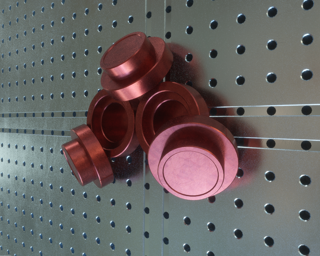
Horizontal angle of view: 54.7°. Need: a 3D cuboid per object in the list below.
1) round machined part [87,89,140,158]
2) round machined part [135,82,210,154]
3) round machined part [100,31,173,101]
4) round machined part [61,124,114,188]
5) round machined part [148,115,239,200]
[{"bbox_3d":[-0.057,-0.008,0.442,0.098,0.042,0.097,0,90,39],"label":"round machined part"},{"bbox_3d":[0.019,-0.006,0.380,0.098,0.042,0.097,0,90,39],"label":"round machined part"},{"bbox_3d":[-0.036,-0.084,0.393,0.098,0.042,0.098,-22,41,21],"label":"round machined part"},{"bbox_3d":[-0.111,0.047,0.457,0.098,0.042,0.097,46,152,35],"label":"round machined part"},{"bbox_3d":[0.035,0.038,0.333,0.098,0.042,0.097,4,118,9],"label":"round machined part"}]
